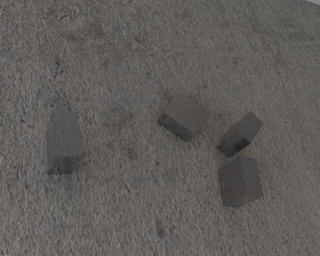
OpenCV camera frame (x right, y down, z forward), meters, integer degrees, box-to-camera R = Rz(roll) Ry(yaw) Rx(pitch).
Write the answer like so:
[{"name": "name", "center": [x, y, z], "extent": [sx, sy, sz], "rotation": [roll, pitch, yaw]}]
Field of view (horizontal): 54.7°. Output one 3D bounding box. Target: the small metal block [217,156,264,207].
[{"name": "small metal block", "center": [0.102, 0.070, 0.399], "extent": [0.025, 0.050, 0.050], "rotation": [11, 57, -23]}]

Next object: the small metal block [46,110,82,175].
[{"name": "small metal block", "center": [-0.101, 0.016, 0.323], "extent": [0.025, 0.050, 0.050], "rotation": [2, 61, -28]}]

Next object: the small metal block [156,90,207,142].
[{"name": "small metal block", "center": [0.030, -0.017, 0.430], "extent": [0.050, 0.025, 0.050], "rotation": [35, 51, -5]}]

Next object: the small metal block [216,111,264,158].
[{"name": "small metal block", "center": [0.114, 0.010, 0.443], "extent": [0.025, 0.050, 0.050], "rotation": [44, 51, 1]}]
